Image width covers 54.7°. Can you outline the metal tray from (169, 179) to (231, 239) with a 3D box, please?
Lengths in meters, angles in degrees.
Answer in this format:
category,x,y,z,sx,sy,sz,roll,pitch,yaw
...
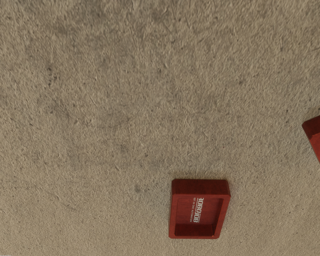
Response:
category,x,y,z,sx,sy,sz,roll,pitch,yaw
metal tray,0.062,0.140,0.523,0.091,0.030,0.129,1,130,-1

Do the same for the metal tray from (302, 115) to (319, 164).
category,x,y,z,sx,sy,sz,roll,pitch,yaw
metal tray,0.270,0.005,0.410,0.130,0.030,0.090,-26,126,20
